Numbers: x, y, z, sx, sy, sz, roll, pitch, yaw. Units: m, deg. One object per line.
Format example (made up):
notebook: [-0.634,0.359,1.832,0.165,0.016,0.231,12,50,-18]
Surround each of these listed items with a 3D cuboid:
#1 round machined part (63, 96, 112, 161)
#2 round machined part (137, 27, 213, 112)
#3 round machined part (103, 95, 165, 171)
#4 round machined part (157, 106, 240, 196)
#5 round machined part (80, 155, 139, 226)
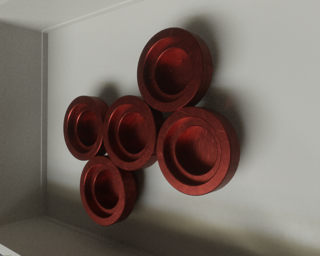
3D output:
round machined part: [-0.103,0.000,0.478,0.098,0.042,0.097,0,90,40]
round machined part: [0.022,-0.067,0.375,0.098,0.042,0.097,0,90,40]
round machined part: [-0.029,0.006,0.415,0.098,0.042,0.097,0,90,40]
round machined part: [0.047,0.025,0.354,0.098,0.042,0.097,0,90,40]
round machined part: [-0.070,0.088,0.449,0.098,0.042,0.097,0,90,40]
